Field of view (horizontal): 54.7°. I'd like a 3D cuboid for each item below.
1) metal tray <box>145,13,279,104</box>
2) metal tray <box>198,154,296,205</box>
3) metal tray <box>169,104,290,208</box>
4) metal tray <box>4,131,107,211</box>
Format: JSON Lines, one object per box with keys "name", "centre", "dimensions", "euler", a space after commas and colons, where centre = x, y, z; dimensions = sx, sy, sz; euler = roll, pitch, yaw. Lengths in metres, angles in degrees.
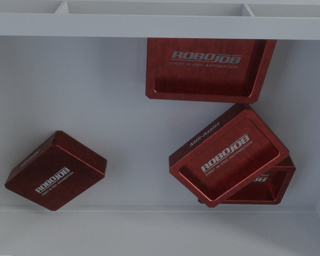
{"name": "metal tray", "centre": [0.051, -0.074, 0.342], "dimensions": [0.131, 0.030, 0.089], "euler": [3, 130, -3]}
{"name": "metal tray", "centre": [0.126, 0.077, 0.472], "dimensions": [0.131, 0.030, 0.089], "euler": [1, 130, -2]}
{"name": "metal tray", "centre": [0.087, 0.037, 0.406], "dimensions": [0.130, 0.030, 0.090], "euler": [-40, 110, 17]}
{"name": "metal tray", "centre": [-0.155, 0.069, 0.463], "dimensions": [0.130, 0.030, 0.090], "euler": [-36, 122, 26]}
